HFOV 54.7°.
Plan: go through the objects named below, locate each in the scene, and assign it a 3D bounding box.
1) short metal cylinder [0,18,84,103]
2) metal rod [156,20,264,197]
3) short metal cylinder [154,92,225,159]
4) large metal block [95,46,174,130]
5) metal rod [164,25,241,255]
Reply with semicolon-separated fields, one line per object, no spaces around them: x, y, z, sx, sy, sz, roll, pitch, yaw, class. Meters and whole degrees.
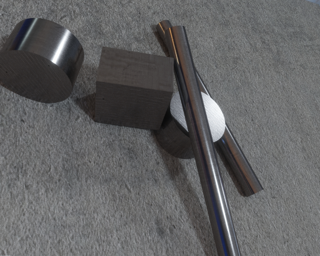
-0.130;-0.072;0.342;0.080;0.080;0.050;20;54;-17;short metal cylinder
0.067;-0.040;0.464;0.025;0.025;0.299;-14;69;-34;metal rod
0.038;-0.005;0.411;0.081;0.050;0.080;14;56;-21;short metal cylinder
-0.032;-0.044;0.367;0.081;0.080;0.050;7;58;-8;large metal block
0.052;0.029;0.356;0.025;0.025;0.298;-11;85;-33;metal rod
